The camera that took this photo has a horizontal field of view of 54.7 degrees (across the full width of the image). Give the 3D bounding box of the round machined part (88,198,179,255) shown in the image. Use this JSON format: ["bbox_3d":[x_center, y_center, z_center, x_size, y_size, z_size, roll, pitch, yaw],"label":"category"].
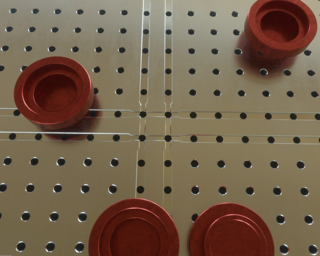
[{"bbox_3d":[-0.028,0.132,0.354,0.099,0.042,0.098,0,70,-1],"label":"round machined part"}]

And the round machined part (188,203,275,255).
[{"bbox_3d":[0.082,0.135,0.354,0.099,0.042,0.098,0,70,-1],"label":"round machined part"}]

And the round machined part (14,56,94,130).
[{"bbox_3d":[-0.138,-0.043,0.417,0.099,0.042,0.098,0,70,-1],"label":"round machined part"}]

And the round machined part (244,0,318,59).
[{"bbox_3d":[0.174,-0.144,0.458,0.099,0.042,0.098,0,70,-1],"label":"round machined part"}]
